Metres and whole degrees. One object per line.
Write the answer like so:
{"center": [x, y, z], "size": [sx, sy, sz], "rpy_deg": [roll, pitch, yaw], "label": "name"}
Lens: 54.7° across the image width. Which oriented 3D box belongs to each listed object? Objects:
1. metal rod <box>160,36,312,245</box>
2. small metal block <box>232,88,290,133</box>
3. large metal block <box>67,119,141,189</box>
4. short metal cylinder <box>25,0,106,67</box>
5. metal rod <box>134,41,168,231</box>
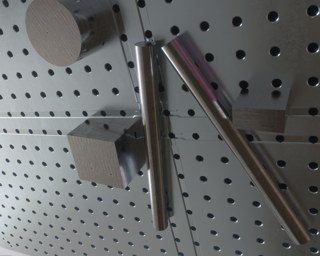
{"center": [0.097, 0.023, 0.374], "size": [0.025, 0.025, 0.299], "rpy_deg": [-28, 103, 37], "label": "metal rod"}
{"center": [0.107, -0.020, 0.326], "size": [0.050, 0.050, 0.025], "rpy_deg": [6, 121, 25], "label": "small metal block"}
{"center": [-0.081, 0.037, 0.461], "size": [0.080, 0.050, 0.079], "rpy_deg": [7, 122, 24], "label": "large metal block"}
{"center": [-0.115, -0.122, 0.380], "size": [0.080, 0.050, 0.079], "rpy_deg": [13, 124, 21], "label": "short metal cylinder"}
{"center": [-0.008, 0.031, 0.434], "size": [0.025, 0.025, 0.298], "rpy_deg": [10, 123, 23], "label": "metal rod"}
